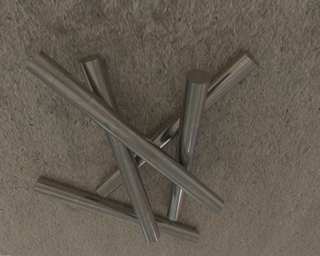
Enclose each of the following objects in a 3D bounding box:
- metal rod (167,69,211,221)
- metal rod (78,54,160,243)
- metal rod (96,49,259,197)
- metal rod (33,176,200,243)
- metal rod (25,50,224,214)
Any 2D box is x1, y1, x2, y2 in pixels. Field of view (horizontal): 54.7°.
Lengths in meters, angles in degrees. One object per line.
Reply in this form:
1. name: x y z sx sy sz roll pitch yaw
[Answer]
1. metal rod: 0.032 0.048 0.424 0.025 0.025 0.298 2 137 -2
2. metal rod: -0.045 0.048 0.417 0.025 0.025 0.298 -10 121 8
3. metal rod: 0.005 0.010 0.415 0.025 0.025 0.299 32 123 -24
4. metal rod: -0.062 0.145 0.529 0.302 0.025 0.025 24 126 -20
5. metal rod: -0.023 0.020 0.373 0.025 0.025 0.300 -36 118 26
